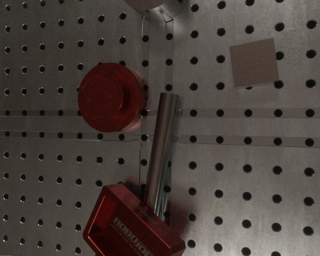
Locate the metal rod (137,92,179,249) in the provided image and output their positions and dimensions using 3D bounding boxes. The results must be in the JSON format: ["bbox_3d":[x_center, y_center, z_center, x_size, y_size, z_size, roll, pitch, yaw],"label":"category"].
[{"bbox_3d":[-0.010,0.102,0.415,0.025,0.025,0.298,10,93,19],"label":"metal rod"}]

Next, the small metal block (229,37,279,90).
[{"bbox_3d":[0.113,-0.076,0.372,0.050,0.025,0.050,-7,88,19],"label":"small metal block"}]

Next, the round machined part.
[{"bbox_3d":[-0.072,-0.042,0.428,0.098,0.042,0.097,0,90,19],"label":"round machined part"}]

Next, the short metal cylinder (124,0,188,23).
[{"bbox_3d":[-0.006,-0.184,0.401,0.080,0.050,0.079,0,90,19],"label":"short metal cylinder"}]

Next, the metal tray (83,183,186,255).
[{"bbox_3d":[-0.039,0.144,0.397,0.130,0.030,0.089,35,108,34],"label":"metal tray"}]
